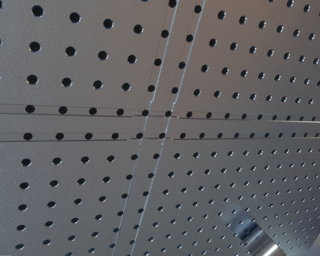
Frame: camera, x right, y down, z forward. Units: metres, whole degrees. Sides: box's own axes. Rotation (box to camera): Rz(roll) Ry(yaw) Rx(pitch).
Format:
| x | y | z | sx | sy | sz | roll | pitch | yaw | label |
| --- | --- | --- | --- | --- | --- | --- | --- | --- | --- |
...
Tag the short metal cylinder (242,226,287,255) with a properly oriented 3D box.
| x | y | z | sx | sy | sz | roll | pitch | yaw | label |
| --- | --- | --- | --- | --- | --- | --- | --- | --- | --- |
| 0.221 | 0.256 | 0.659 | 0.050 | 0.080 | 0.080 | -44 | 130 | 2 | short metal cylinder |
